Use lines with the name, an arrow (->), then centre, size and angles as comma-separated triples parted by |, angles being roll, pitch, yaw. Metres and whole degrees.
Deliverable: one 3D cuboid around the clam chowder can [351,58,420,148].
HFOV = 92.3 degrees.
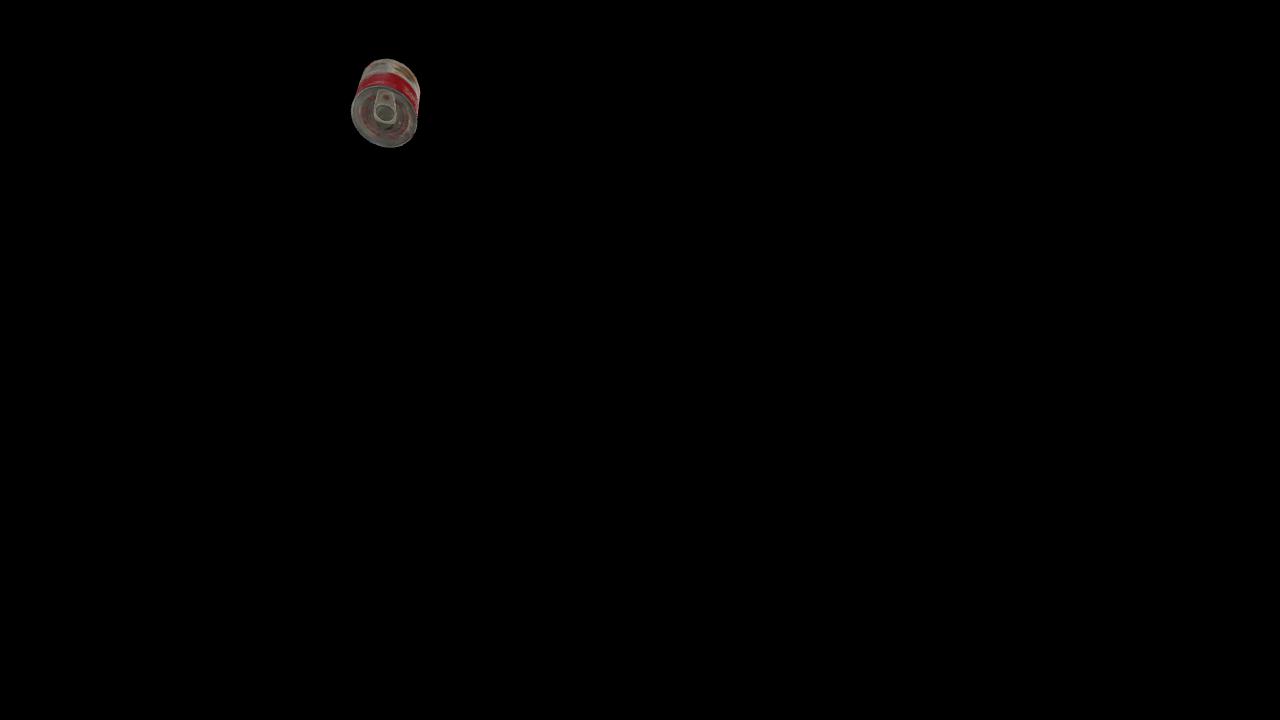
clam chowder can -> -0.289, -0.296, 0.705 | 0.068, 0.068, 0.102 | 0, 41, -18
